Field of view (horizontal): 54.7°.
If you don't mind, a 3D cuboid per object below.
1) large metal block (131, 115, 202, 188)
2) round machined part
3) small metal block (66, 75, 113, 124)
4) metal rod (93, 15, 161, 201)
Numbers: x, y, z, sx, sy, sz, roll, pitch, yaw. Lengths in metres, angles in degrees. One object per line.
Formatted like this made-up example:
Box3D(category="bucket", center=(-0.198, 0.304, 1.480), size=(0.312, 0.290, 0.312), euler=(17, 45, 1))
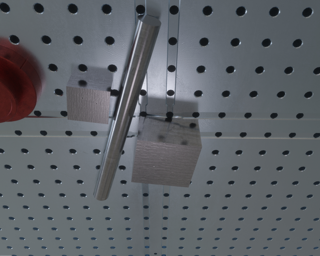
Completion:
Box3D(category="large metal block", center=(0.006, 0.033, 0.423), size=(0.081, 0.050, 0.079), euler=(7, 130, -6))
Box3D(category="round machined part", center=(-0.195, -0.044, 0.361), size=(0.099, 0.042, 0.097), euler=(0, 130, 0))
Box3D(category="small metal block", center=(-0.086, -0.034, 0.382), size=(0.050, 0.025, 0.050), euler=(7, 130, -6))
Box3D(category="metal rod", center=(-0.053, -0.001, 0.409), size=(0.025, 0.025, 0.298), euler=(13, 129, -11))
